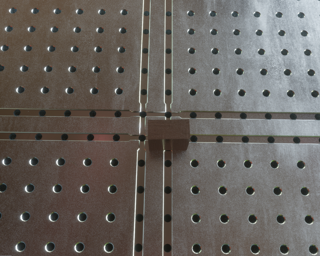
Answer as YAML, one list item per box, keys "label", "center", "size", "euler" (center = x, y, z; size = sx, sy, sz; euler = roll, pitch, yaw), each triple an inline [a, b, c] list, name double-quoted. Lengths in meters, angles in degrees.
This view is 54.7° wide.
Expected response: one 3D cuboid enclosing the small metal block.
- label: "small metal block"
  center: [0.011, 0.010, 0.395]
  size: [0.050, 0.050, 0.025]
  euler: [-1, 70, -1]
